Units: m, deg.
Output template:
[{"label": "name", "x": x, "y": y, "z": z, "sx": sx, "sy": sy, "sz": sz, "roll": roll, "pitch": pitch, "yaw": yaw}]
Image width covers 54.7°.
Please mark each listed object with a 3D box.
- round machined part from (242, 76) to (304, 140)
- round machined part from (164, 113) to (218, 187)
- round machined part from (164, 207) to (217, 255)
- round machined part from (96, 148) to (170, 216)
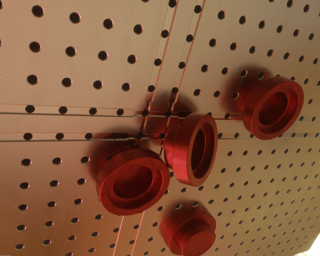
[{"label": "round machined part", "x": 0.166, "y": -0.033, "z": 0.473, "sx": 0.099, "sy": 0.042, "sz": 0.097, "roll": -14, "pitch": 125, "yaw": -21}, {"label": "round machined part", "x": 0.040, "y": 0.027, "z": 0.422, "sx": 0.099, "sy": 0.042, "sz": 0.097, "roll": -23, "pitch": 118, "yaw": -55}, {"label": "round machined part", "x": 0.060, "y": 0.194, "z": 0.556, "sx": 0.099, "sy": 0.042, "sz": 0.097, "roll": -14, "pitch": 125, "yaw": -21}, {"label": "round machined part", "x": -0.039, "y": 0.068, "z": 0.422, "sx": 0.099, "sy": 0.042, "sz": 0.097, "roll": -14, "pitch": 124, "yaw": -20}]
